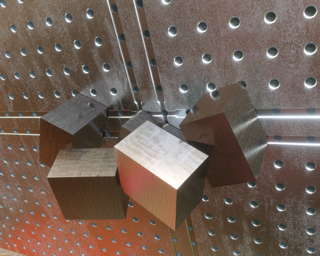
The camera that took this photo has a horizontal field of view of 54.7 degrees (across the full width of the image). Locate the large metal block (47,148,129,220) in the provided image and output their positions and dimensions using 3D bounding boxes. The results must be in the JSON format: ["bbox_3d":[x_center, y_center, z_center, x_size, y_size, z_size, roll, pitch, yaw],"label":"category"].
[{"bbox_3d":[-0.086,0.073,0.399,0.080,0.050,0.079,-2,127,5],"label":"large metal block"}]

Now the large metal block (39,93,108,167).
[{"bbox_3d":[-0.123,0.009,0.443,0.050,0.080,0.079,27,128,11],"label":"large metal block"}]

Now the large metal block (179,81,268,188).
[{"bbox_3d":[0.074,0.006,0.339,0.050,0.080,0.080,-17,110,34],"label":"large metal block"}]

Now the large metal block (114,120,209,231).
[{"bbox_3d":[0.001,0.051,0.335,0.080,0.050,0.080,30,143,28],"label":"large metal block"}]

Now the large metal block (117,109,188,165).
[{"bbox_3d":[-0.014,0.034,0.421,0.080,0.050,0.079,28,128,10],"label":"large metal block"}]
